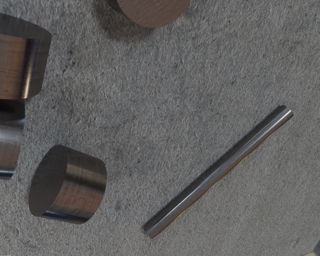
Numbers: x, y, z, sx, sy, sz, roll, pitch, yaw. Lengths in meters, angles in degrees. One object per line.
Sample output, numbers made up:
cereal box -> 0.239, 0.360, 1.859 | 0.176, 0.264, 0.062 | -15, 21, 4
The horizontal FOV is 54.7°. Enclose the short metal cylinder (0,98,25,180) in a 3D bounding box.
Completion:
short metal cylinder -> -0.162, 0.006, 0.287 | 0.050, 0.080, 0.079 | 11, 113, -33

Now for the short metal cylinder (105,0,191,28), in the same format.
short metal cylinder -> -0.014, -0.142, 0.295 | 0.081, 0.050, 0.079 | -14, 124, -21

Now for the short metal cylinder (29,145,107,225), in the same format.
short metal cylinder -> -0.106, 0.065, 0.354 | 0.050, 0.080, 0.080 | 28, 103, -38

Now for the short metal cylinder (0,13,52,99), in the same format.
short metal cylinder -> -0.137, -0.064, 0.257 | 0.081, 0.080, 0.050 | 6, 115, -31

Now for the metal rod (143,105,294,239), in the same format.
metal rod -> 0.094, 0.071, 0.502 | 0.300, 0.025, 0.025 | -41, 130, 0
